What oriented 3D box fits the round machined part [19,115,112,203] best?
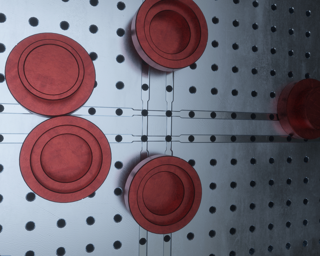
[{"bbox_3d":[-0.109,0.034,0.363,0.099,0.042,0.097,0,90,-20],"label":"round machined part"}]

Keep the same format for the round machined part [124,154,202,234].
[{"bbox_3d":[0.001,0.083,0.404,0.099,0.042,0.097,0,90,-20],"label":"round machined part"}]

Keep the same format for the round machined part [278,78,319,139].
[{"bbox_3d":[0.240,-0.030,0.492,0.099,0.042,0.097,0,90,-20],"label":"round machined part"}]

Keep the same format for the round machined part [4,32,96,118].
[{"bbox_3d":[-0.123,-0.062,0.354,0.099,0.042,0.098,2,85,-19],"label":"round machined part"}]

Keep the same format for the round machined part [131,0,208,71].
[{"bbox_3d":[0.010,-0.123,0.407,0.099,0.042,0.097,0,90,-20],"label":"round machined part"}]
